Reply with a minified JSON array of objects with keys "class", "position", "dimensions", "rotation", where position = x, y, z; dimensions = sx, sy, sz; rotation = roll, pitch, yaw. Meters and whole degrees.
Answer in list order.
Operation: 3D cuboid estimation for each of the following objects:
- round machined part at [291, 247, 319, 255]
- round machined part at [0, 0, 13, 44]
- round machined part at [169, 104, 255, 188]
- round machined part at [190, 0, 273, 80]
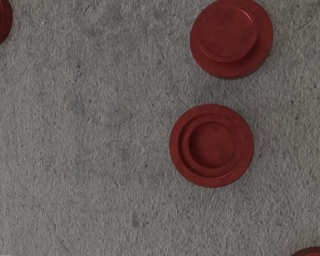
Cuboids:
[{"class":"round machined part","position":[0.182,0.185,0.336],"dimensions":[0.098,0.042,0.097],"rotation":[0,90,20]},{"class":"round machined part","position":[-0.294,-0.182,0.504],"dimensions":[0.098,0.042,0.097],"rotation":[0,90,20]},{"class":"round machined part","position":[0.064,0.020,0.377],"dimensions":[0.098,0.042,0.097],"rotation":[0,90,20]},{"class":"round machined part","position":[0.083,-0.109,0.370],"dimensions":[0.098,0.042,0.097],"rotation":[0,90,20]}]
